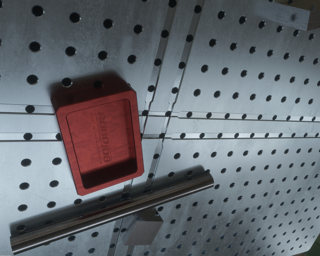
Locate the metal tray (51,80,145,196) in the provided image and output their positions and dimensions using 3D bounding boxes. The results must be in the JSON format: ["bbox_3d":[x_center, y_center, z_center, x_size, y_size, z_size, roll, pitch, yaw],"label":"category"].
[{"bbox_3d":[-0.071,0.015,0.379,0.091,0.030,0.129,-17,125,-19],"label":"metal tray"}]

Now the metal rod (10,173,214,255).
[{"bbox_3d":[-0.054,0.119,0.456,0.302,0.025,0.025,-14,124,-21],"label":"metal rod"}]

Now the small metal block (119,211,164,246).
[{"bbox_3d":[-0.030,0.160,0.496,0.050,0.025,0.050,14,111,-34],"label":"small metal block"}]

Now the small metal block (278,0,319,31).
[{"bbox_3d":[0.196,-0.152,0.411,0.050,0.050,0.025,-18,126,-19],"label":"small metal block"}]
